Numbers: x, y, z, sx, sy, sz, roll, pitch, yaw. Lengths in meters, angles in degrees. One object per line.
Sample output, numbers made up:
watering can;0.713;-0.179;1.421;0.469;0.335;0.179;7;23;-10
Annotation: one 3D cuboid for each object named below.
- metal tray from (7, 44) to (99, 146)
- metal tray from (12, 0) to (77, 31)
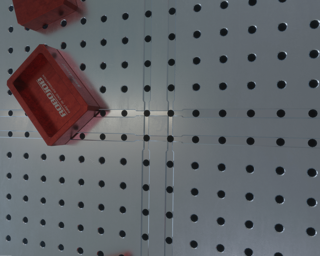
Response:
metal tray;-0.163;-0.049;0.468;0.090;0.030;0.130;-41;77;15
metal tray;-0.187;-0.229;0.477;0.090;0.030;0.129;-17;84;19
